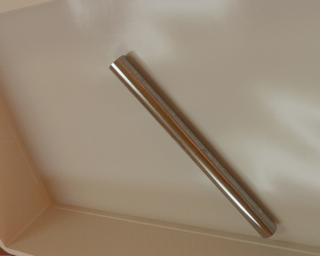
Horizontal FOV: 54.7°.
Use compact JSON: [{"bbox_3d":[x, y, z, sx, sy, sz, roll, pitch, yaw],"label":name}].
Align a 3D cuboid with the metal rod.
[{"bbox_3d":[0.046,0.028,0.400,0.300,0.025,0.025,48,129,-6],"label":"metal rod"}]
